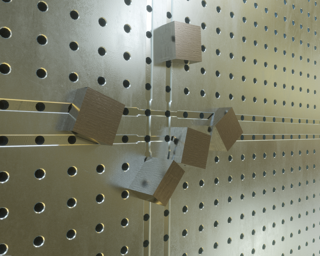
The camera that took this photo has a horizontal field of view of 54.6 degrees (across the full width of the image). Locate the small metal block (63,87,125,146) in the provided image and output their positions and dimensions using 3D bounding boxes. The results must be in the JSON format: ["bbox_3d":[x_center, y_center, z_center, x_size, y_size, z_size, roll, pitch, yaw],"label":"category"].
[{"bbox_3d":[-0.073,-0.012,0.347,0.050,0.025,0.050,26,74,-37],"label":"small metal block"}]

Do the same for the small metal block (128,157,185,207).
[{"bbox_3d":[-0.005,0.065,0.388,0.025,0.050,0.050,47,62,-30],"label":"small metal block"}]

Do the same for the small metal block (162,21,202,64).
[{"bbox_3d":[0.031,-0.118,0.434,0.050,0.025,0.050,-4,93,-40],"label":"small metal block"}]

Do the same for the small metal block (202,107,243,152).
[{"bbox_3d":[0.101,0.002,0.492,0.050,0.025,0.050,-44,116,-31],"label":"small metal block"}]

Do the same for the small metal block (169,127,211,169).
[{"bbox_3d":[0.044,0.029,0.445,0.050,0.025,0.050,19,78,-38],"label":"small metal block"}]
